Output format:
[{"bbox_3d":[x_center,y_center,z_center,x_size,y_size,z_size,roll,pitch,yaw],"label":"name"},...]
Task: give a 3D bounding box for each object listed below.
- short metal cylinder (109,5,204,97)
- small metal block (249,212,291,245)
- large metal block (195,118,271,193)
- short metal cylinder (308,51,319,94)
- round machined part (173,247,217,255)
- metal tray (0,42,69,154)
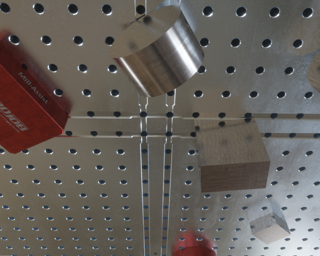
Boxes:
[{"bbox_3d":[-0.003,-0.077,0.310,0.080,0.080,0.050,-24,126,19],"label":"short metal cylinder"},{"bbox_3d":[0.203,0.186,0.572,0.050,0.025,0.050,-36,122,26],"label":"small metal block"},{"bbox_3d":[0.090,0.034,0.405,0.080,0.080,0.050,-5,130,4],"label":"large metal block"},{"bbox_3d":[0.209,-0.058,0.328,0.050,0.080,0.080,33,123,-25],"label":"short metal cylinder"},{"bbox_3d":[0.074,0.294,0.651,0.099,0.042,0.097,0,130,0],"label":"round machined part"},{"bbox_3d":[-0.190,-0.032,0.380,0.090,0.030,0.130,-22,127,17],"label":"metal tray"}]
